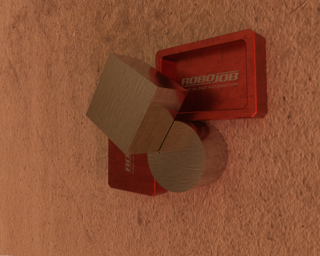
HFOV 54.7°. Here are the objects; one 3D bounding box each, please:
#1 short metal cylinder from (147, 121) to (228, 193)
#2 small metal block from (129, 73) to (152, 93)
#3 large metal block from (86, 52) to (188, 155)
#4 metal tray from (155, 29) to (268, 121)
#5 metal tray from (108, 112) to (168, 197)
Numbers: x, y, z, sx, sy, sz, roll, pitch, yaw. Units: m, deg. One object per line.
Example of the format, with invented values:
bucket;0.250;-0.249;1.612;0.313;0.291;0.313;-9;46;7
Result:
short metal cylinder;0.032;0.032;0.363;0.080;0.050;0.080;0;90;40
small metal block;-0.023;-0.055;0.409;0.050;0.050;0.025;1;91;40
large metal block;-0.028;-0.027;0.346;0.080;0.050;0.079;40;114;32
metal tray;0.054;-0.054;0.359;0.130;0.030;0.089;-2;89;40
metal tray;-0.031;0.022;0.430;0.090;0.030;0.129;1;91;40
